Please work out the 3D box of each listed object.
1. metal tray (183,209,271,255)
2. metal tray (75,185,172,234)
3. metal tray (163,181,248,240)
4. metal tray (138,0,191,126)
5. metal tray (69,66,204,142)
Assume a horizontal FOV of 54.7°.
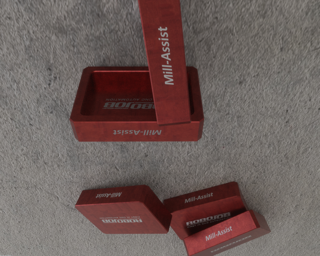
[{"bbox_3d":[0.117,0.186,0.536,0.130,0.030,0.090,-30,146,17],"label":"metal tray"},{"bbox_3d":[-0.058,0.133,0.494,0.130,0.030,0.090,-11,130,28],"label":"metal tray"},{"bbox_3d":[0.081,0.144,0.527,0.130,0.030,0.090,-18,128,15],"label":"metal tray"},{"bbox_3d":[0.006,-0.078,0.283,0.030,0.090,0.129,-6,120,5],"label":"metal tray"},{"bbox_3d":[-0.022,-0.029,0.337,0.131,0.090,0.030,0,137,0],"label":"metal tray"}]
